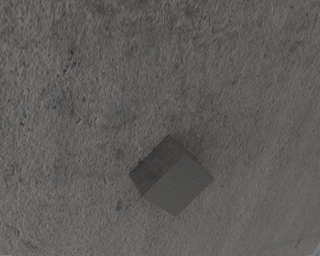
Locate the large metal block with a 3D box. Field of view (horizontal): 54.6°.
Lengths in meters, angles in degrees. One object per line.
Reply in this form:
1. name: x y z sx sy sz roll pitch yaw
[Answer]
1. large metal block: 0.018 0.069 0.442 0.080 0.050 0.080 -46 129 3
